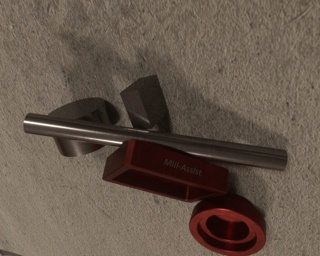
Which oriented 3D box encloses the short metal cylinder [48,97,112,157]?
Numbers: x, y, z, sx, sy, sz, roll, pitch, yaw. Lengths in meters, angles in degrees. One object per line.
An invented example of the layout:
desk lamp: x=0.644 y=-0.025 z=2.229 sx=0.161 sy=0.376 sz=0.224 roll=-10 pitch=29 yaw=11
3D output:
short metal cylinder: x=-0.108 y=-0.003 z=0.424 sx=0.080 sy=0.080 sz=0.050 roll=-1 pitch=118 yaw=28

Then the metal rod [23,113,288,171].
metal rod: x=-0.007 y=0.016 z=0.362 sx=0.302 sy=0.025 sz=0.025 roll=8 pitch=124 yaw=2

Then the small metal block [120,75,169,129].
small metal block: x=-0.018 y=-0.031 z=0.379 sx=0.025 sy=0.050 sz=0.050 roll=-6 pitch=116 yaw=30

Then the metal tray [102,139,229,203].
metal tray: x=0.006 y=0.058 z=0.379 sx=0.131 sy=0.030 sz=0.090 roll=19 pitch=153 yaw=-20

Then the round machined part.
round machined part: x=0.092 y=0.126 z=0.418 sx=0.098 sy=0.042 sz=0.097 roll=10 pitch=129 yaw=13
